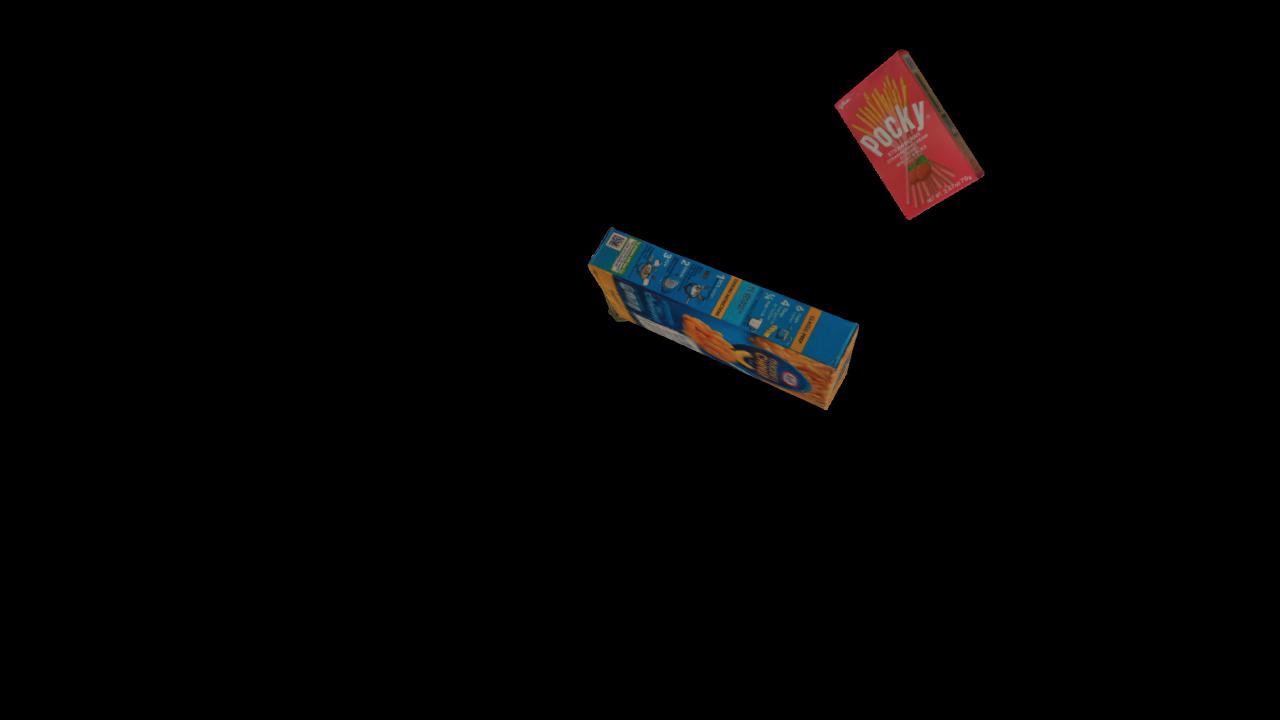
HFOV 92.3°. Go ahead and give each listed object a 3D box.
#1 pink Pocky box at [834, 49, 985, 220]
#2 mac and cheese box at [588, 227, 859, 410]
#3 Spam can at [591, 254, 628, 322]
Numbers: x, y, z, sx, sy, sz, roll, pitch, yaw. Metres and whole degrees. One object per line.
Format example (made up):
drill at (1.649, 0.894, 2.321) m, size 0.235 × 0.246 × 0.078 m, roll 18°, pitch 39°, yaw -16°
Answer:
pink Pocky box at (0.283, -0.236, 0.653) m, size 0.029 × 0.155 × 0.084 m, roll -32°, pitch 0°, yaw -39°
mac and cheese box at (0.058, -0.029, 0.444) m, size 0.184 × 0.041 × 0.093 m, roll 26°, pitch -14°, yaw 21°
Spam can at (-0.023, -0.105, 0.814) m, size 0.058 × 0.085 × 0.101 m, roll -20°, pitch 17°, yaw -7°
